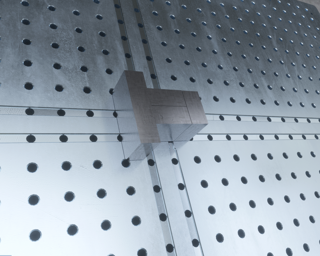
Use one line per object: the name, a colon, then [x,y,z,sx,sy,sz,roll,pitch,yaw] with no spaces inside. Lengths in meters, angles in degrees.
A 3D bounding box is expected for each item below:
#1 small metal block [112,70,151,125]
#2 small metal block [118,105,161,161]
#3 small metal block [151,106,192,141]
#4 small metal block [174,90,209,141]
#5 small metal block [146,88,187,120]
small metal block: [-0.038,-0.038,0.395,0.025,0.050,0.050,0,62,-29]
small metal block: [-0.026,0.006,0.375,0.025,0.050,0.050,0,62,-29]
small metal block: [0.004,-0.005,0.398,0.050,0.050,0.025,0,62,-29]
small metal block: [0.035,-0.016,0.421,0.025,0.050,0.050,0,62,-29]
small metal block: [-0.002,-0.027,0.408,0.050,0.050,0.025,0,62,-29]
